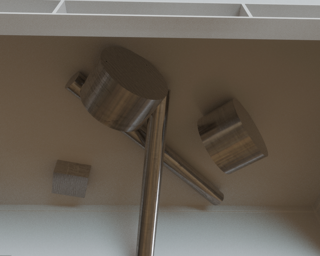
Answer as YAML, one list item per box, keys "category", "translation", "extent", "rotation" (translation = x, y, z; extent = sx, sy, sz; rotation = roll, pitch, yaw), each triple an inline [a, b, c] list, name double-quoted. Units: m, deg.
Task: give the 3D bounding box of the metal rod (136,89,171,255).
- category: "metal rod"
  translation: [-0.013, 0.097, 0.408]
  extent: [0.025, 0.025, 0.298]
  rotation: [4, 104, -4]

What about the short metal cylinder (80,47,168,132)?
- category: "short metal cylinder"
  translation: [-0.039, -0.042, 0.337]
  extent: [0.080, 0.080, 0.050]
  rotation: [26, 125, -21]

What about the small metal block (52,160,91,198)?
- category: "small metal block"
  translation: [-0.136, 0.079, 0.474]
  extent: [0.050, 0.025, 0.050]
  rotation: [12, 129, -10]

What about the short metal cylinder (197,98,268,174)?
- category: "short metal cylinder"
  translation: [0.090, 0.010, 0.383]
  extent: [0.050, 0.080, 0.080]
  rotation: [-31, 124, 23]

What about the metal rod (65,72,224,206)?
- category: "metal rod"
  translation: [-0.004, 0.030, 0.434]
  extent: [0.025, 0.025, 0.300]
  rotation: [-34, 123, 25]
